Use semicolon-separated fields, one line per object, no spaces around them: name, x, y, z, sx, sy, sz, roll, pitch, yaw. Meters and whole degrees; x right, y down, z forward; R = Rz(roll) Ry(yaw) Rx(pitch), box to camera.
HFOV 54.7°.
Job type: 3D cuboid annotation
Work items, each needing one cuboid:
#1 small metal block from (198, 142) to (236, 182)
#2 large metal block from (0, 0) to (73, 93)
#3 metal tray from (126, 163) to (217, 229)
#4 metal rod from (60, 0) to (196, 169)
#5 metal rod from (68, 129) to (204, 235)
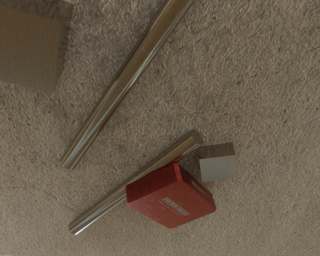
small metal block;0.083;0.051;0.452;0.050;0.025;0.050;-8;130;6
large metal block;-0.139;-0.091;0.312;0.081;0.050;0.079;14;129;-12
metal tray;0.020;0.110;0.478;0.090;0.030;0.130;-28;137;17
metal rod;-0.049;-0.046;0.367;0.025;0.025;0.298;27;125;-21
metal rod;-0.052;0.096;0.488;0.025;0.025;0.299;35;122;-26
